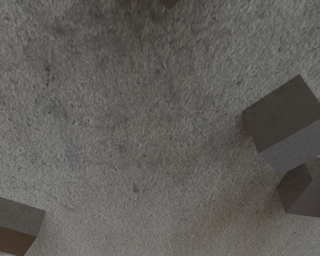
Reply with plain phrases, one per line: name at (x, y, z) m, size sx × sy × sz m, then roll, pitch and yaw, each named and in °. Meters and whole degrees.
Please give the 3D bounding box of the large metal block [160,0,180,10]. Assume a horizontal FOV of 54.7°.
large metal block at (0.011, -0.162, 0.253) m, size 0.080 × 0.050 × 0.080 m, roll -34°, pitch 123°, yaw 25°

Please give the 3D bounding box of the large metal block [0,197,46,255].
large metal block at (-0.256, 0.172, 0.533) m, size 0.080 × 0.050 × 0.080 m, roll 26°, pitch 125°, yaw -21°

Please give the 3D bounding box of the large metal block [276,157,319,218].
large metal block at (0.239, 0.091, 0.472) m, size 0.081 × 0.050 × 0.079 m, roll 9°, pitch 130°, yaw -8°

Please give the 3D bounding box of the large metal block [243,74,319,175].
large metal block at (0.156, -0.004, 0.370) m, size 0.080 × 0.080 × 0.050 m, roll -36°, pitch 122°, yaw 26°
